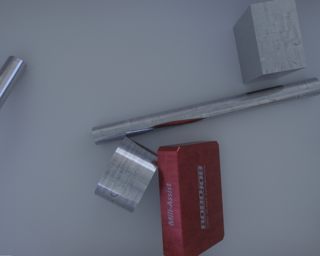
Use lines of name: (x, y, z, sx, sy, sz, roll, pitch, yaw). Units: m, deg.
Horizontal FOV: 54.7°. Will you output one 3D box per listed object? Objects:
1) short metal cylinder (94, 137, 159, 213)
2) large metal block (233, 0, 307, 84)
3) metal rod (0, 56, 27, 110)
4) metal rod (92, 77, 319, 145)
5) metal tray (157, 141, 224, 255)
short metal cylinder: (-0.039, 0.057, 0.383, 0.050, 0.080, 0.080, 28, 90, -1)
large metal block: (0.132, -0.103, 0.386, 0.050, 0.080, 0.080, -10, 90, 0)
metal rod: (-0.237, 0.041, 0.351, 0.025, 0.025, 0.300, 21, 67, 0)
metal rod: (0.061, -0.022, 0.412, 0.302, 0.025, 0.025, -13, 90, -1)
metal tray: (0.040, 0.083, 0.380, 0.030, 0.091, 0.129, -3, 90, 41)
